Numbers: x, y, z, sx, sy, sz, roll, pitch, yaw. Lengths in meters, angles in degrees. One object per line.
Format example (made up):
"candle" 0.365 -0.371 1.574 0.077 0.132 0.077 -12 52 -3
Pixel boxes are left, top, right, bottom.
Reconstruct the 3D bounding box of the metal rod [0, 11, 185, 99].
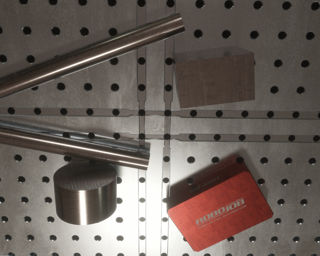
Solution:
"metal rod" -0.116 -0.078 0.382 0.301 0.025 0.025 -18 109 6

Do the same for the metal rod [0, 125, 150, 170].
"metal rod" -0.164 0.018 0.417 0.302 0.025 0.025 11 110 -5

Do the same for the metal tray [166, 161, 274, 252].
"metal tray" 0.086 0.117 0.455 0.130 0.030 0.090 -29 108 10

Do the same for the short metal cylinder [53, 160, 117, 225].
"short metal cylinder" -0.098 0.084 0.414 0.081 0.080 0.050 2 110 -1

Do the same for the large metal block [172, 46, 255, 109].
"large metal block" 0.059 -0.062 0.362 0.080 0.080 0.050 -7 110 2
